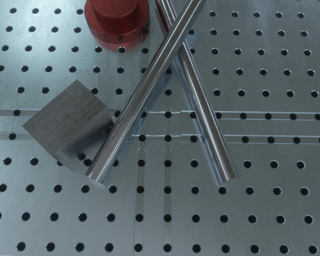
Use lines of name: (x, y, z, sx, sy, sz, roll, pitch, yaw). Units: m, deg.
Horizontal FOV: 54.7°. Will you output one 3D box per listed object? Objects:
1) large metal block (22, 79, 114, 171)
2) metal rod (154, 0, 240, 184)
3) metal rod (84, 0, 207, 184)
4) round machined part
large metal block: (-0.106, 0.000, 0.381, 0.050, 0.080, 0.080, 42, 75, 13)
metal rod: (0.045, -0.069, 0.437, 0.025, 0.025, 0.299, -16, 71, -6)
metal rod: (-0.012, -0.065, 0.417, 0.025, 0.025, 0.300, 27, 79, 9)
round machined part: (-0.065, -0.181, 0.468, 0.099, 0.042, 0.098, 0, 70, -1)
